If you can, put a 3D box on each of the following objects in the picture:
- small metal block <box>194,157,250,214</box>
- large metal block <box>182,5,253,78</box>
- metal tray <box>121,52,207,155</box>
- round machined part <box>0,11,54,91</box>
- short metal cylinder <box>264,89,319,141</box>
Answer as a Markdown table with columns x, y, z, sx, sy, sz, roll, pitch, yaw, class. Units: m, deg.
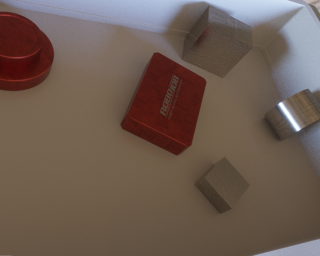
| x | y | z | sx | sy | sz | roll | pitch | yaw | class |
| --- | --- | --- | --- | --- | --- | --- | --- | --- | --- |
| 0.082 | 0.074 | 0.406 | 0.050 | 0.025 | 0.050 | 49 | 51 | 6 | small metal block |
| 0.092 | -0.138 | 0.507 | 0.080 | 0.080 | 0.050 | 20 | 54 | -17 | large metal block |
| 0.010 | -0.037 | 0.432 | 0.090 | 0.030 | 0.130 | 27 | 52 | -12 | metal tray |
| -0.174 | -0.095 | 0.359 | 0.099 | 0.042 | 0.098 | 14 | 56 | -21 | round machined part |
| 0.220 | -0.020 | 0.504 | 0.081 | 0.080 | 0.050 | -18 | 72 | -35 | short metal cylinder |
